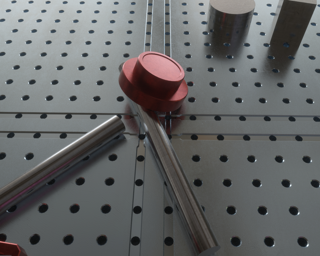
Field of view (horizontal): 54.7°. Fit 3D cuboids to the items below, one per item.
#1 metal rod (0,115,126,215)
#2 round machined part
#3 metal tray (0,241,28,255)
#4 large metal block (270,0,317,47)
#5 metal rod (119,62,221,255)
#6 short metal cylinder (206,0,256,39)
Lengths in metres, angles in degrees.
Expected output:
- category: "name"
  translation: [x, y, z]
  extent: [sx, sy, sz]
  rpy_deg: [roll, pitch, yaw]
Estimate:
- category: "metal rod"
  translation: [-0.164, 0.072, 0.344]
  extent: [0.302, 0.025, 0.025]
  rpy_deg: [-36, 59, -27]
- category: "round machined part"
  translation: [-0.005, -0.071, 0.434]
  extent: [0.099, 0.042, 0.098]
  rpy_deg: [17, 40, -14]
- category: "metal tray"
  translation: [-0.196, 0.138, 0.264]
  extent: [0.131, 0.030, 0.090]
  rpy_deg: [11, 58, -3]
- category: "large metal block"
  translation: [0.234, -0.204, 0.547]
  extent: [0.050, 0.080, 0.080]
  rpy_deg: [13, 51, 11]
- category: "metal rod"
  translation: [-0.002, 0.014, 0.395]
  extent: [0.025, 0.025, 0.299]
  rpy_deg: [-15, 52, -13]
- category: "short metal cylinder"
  translation: [0.128, -0.207, 0.567]
  extent: [0.081, 0.050, 0.080]
  rpy_deg: [0, 50, 0]
